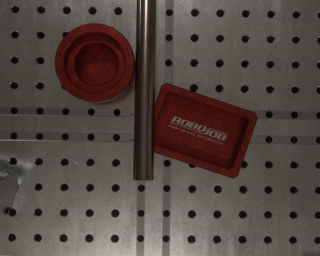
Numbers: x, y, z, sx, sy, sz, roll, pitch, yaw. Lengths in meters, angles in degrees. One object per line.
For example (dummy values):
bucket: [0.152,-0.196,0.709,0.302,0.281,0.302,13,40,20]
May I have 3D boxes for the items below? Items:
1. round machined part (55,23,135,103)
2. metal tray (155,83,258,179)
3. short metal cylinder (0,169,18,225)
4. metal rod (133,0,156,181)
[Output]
round machined part: [-0.081,-0.081,0.404,0.099,0.042,0.097,0,90,-1]
metal tray: [0.051,0.004,0.411,0.131,0.030,0.090,19,90,-1]
short metal cylinder: [-0.222,0.087,0.383,0.050,0.080,0.080,18,90,0]
metal rod: [-0.018,-0.085,0.393,0.025,0.025,0.298,1,82,-1]
